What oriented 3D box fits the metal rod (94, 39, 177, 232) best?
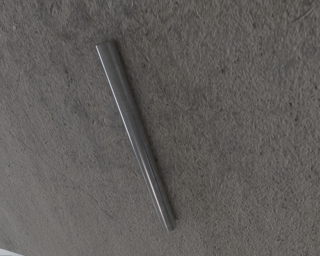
[{"bbox_3d":[-0.027,0.026,0.437,0.025,0.025,0.299,-3,117,30],"label":"metal rod"}]
